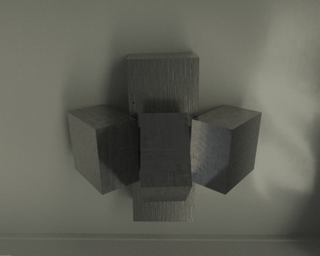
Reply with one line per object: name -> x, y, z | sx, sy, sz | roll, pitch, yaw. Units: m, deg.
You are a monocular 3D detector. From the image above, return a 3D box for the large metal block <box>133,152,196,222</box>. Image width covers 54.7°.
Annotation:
large metal block -> 0.005, 0.080, 0.426 | 0.081, 0.050, 0.079 | 1, 110, -1

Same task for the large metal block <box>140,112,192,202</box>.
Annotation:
large metal block -> 0.005, 0.036, 0.351 | 0.050, 0.080, 0.080 | -1, 66, -1

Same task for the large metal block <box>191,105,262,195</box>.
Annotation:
large metal block -> 0.081, 0.022, 0.382 | 0.050, 0.081, 0.079 | 17, 116, 35

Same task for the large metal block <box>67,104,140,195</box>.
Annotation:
large metal block -> -0.070, 0.022, 0.380 | 0.050, 0.080, 0.079 | -16, 115, -33

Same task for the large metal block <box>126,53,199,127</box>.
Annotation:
large metal block -> 0.004, -0.048, 0.376 | 0.080, 0.050, 0.079 | -1, 110, 0
